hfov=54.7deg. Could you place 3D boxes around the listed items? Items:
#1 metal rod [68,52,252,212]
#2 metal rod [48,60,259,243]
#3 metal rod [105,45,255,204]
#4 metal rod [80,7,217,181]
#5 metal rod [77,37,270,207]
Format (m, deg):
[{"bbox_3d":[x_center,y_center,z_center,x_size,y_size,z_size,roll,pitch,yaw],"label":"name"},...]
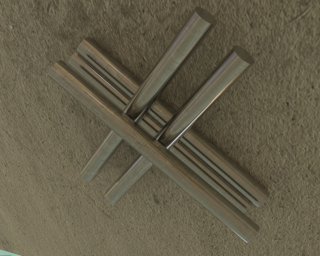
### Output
[{"bbox_3d":[0.002,0.005,0.409,0.300,0.025,0.025,41,129,-1],"label":"metal rod"},{"bbox_3d":[-0.007,0.027,0.363,0.300,0.025,0.025,40,129,0],"label":"metal rod"},{"bbox_3d":[0.003,0.019,0.385,0.025,0.025,0.298,41,129,0],"label":"metal rod"},{"bbox_3d":[-0.034,-0.017,0.381,0.025,0.025,0.298,41,129,0],"label":"metal rod"},{"bbox_3d":[0.017,-0.007,0.393,0.300,0.025,0.025,41,129,-1],"label":"metal rod"}]
